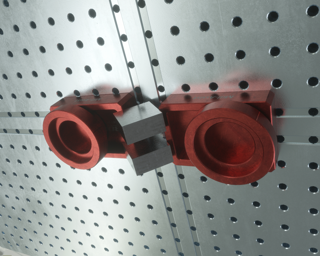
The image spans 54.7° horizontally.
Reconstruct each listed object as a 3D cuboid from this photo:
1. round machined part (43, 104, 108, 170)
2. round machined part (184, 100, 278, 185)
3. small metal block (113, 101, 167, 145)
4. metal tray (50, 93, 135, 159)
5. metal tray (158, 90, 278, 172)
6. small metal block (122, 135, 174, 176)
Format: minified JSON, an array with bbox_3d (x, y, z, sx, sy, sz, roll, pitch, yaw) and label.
[{"bbox_3d":[-0.117,0.009,0.451,0.098,0.042,0.097,13,124,21],"label":"round machined part"},{"bbox_3d":[0.081,0.013,0.349,0.098,0.042,0.097,13,124,21],"label":"round machined part"},{"bbox_3d":[-0.026,-0.008,0.386,0.050,0.050,0.025,-135,28,-61],"label":"small metal block"},{"bbox_3d":[-0.090,-0.001,0.456,0.130,0.030,0.089,-1,120,28],"label":"metal tray"},{"bbox_3d":[0.070,0.004,0.374,0.130,0.030,0.089,1,119,27],"label":"metal tray"},{"bbox_3d":[-0.017,0.032,0.404,0.050,0.050,0.025,-135,28,-61],"label":"small metal block"}]
